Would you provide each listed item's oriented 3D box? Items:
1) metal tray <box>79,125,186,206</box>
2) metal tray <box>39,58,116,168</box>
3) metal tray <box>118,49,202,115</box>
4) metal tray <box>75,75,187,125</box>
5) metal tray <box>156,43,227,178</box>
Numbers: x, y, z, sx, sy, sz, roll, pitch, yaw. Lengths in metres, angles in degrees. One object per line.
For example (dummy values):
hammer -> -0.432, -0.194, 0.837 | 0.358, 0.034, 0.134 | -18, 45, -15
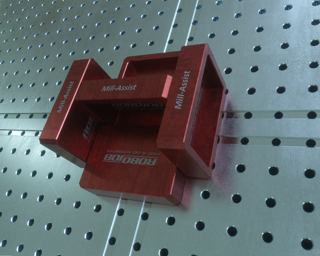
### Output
metal tray -> -0.031, 0.043, 0.392 | 0.130, 0.030, 0.090 | 1, 62, 28
metal tray -> -0.101, -0.019, 0.429 | 0.030, 0.090, 0.130 | 1, 62, 28
metal tray -> -0.001, -0.064, 0.443 | 0.130, 0.030, 0.090 | 1, 62, 28
metal tray -> -0.029, -0.026, 0.394 | 0.130, 0.090, 0.030 | 1, 63, 28
metal tray -> 0.042, -0.019, 0.354 | 0.030, 0.090, 0.130 | 1, 62, 28
